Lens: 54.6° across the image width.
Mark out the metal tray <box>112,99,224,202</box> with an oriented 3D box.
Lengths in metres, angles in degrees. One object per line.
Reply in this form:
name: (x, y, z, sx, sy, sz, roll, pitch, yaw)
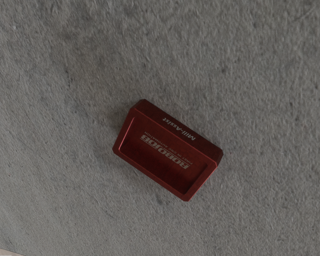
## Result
metal tray: (0.007, 0.032, 0.419, 0.130, 0.030, 0.089, 34, 129, 6)
